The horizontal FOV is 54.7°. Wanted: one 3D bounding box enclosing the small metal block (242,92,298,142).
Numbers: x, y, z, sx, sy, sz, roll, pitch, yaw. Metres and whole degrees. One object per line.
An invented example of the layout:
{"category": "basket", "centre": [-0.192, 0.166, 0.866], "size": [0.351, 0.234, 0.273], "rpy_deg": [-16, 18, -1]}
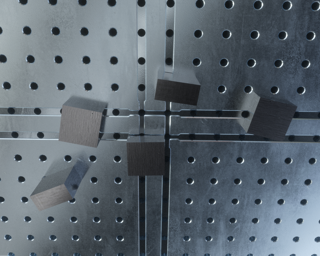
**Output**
{"category": "small metal block", "centre": [0.144, -0.015, 0.410], "size": [0.050, 0.025, 0.050], "rpy_deg": [13, 110, -6]}

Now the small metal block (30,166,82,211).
{"category": "small metal block", "centre": [-0.142, 0.083, 0.429], "size": [0.050, 0.050, 0.025], "rpy_deg": [-21, 109, 7]}

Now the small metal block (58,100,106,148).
{"category": "small metal block", "centre": [-0.103, -0.006, 0.410], "size": [0.050, 0.025, 0.050], "rpy_deg": [11, 110, -5]}

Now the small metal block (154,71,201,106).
{"category": "small metal block", "centre": [0.020, -0.050, 0.382], "size": [0.050, 0.050, 0.025], "rpy_deg": [8, 110, -4]}

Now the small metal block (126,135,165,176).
{"category": "small metal block", "centre": [-0.019, 0.038, 0.427], "size": [0.050, 0.025, 0.050], "rpy_deg": [-1, 110, 0]}
